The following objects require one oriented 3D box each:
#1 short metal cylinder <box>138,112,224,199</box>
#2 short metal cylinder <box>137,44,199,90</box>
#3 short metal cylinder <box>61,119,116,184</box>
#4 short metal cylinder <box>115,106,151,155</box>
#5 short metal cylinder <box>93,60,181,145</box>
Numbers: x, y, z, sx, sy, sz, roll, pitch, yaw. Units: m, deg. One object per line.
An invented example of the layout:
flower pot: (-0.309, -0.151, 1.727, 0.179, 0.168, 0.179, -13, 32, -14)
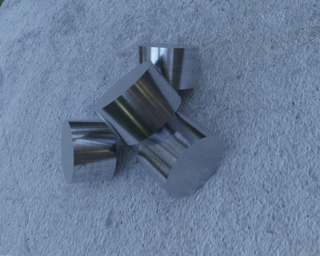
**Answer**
short metal cylinder: (0.023, 0.030, 0.339, 0.080, 0.080, 0.050, -47, 51, -4)
short metal cylinder: (0.010, -0.083, 0.408, 0.080, 0.081, 0.050, 15, 113, 34)
short metal cylinder: (-0.093, 0.029, 0.394, 0.080, 0.050, 0.079, 7, 97, 62)
short metal cylinder: (-0.018, -0.007, 0.403, 0.080, 0.050, 0.080, -13, 56, 20)
short metal cylinder: (-0.025, -0.027, 0.333, 0.080, 0.050, 0.080, -35, 21, 16)
